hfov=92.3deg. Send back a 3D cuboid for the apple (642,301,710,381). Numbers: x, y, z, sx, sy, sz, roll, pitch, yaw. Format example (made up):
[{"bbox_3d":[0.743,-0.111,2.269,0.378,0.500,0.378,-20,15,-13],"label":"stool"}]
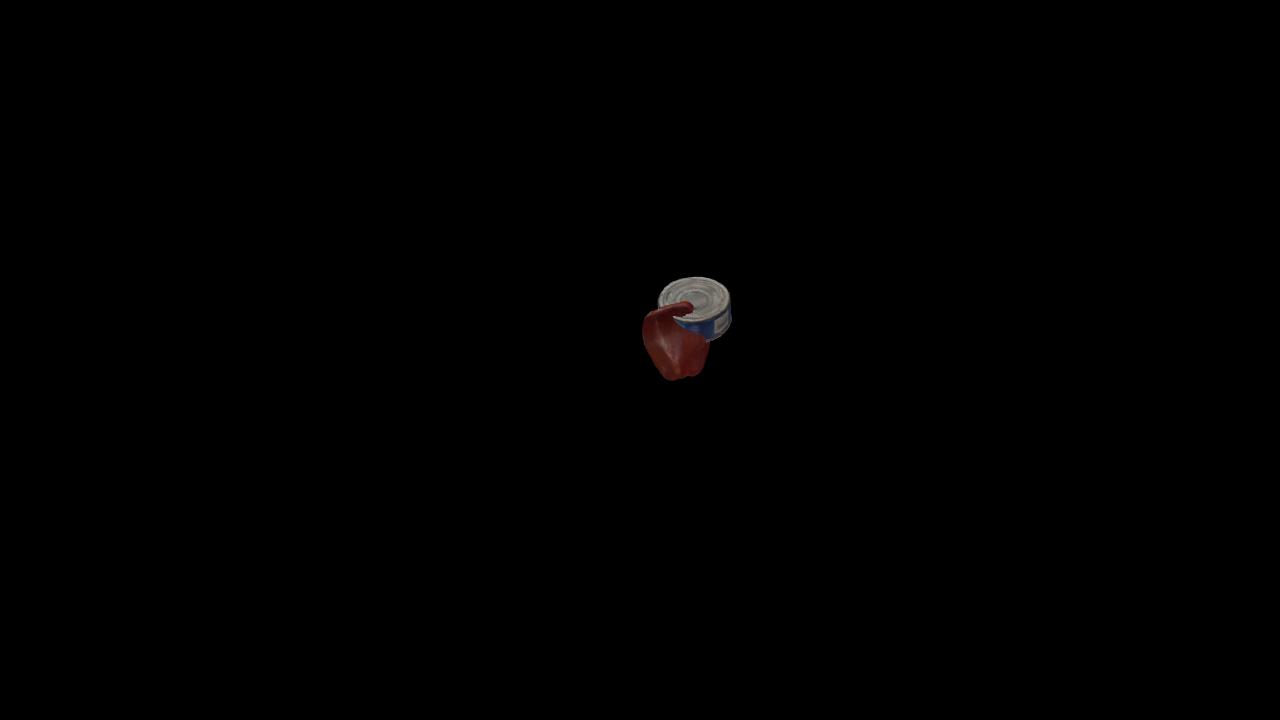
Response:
[{"bbox_3d":[0.044,-0.025,0.707,0.079,0.093,0.079,-15,3,1],"label":"apple"}]

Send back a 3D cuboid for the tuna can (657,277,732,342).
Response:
[{"bbox_3d":[0.062,-0.058,0.702,0.084,0.084,0.034,-4,-45,4],"label":"tuna can"}]
